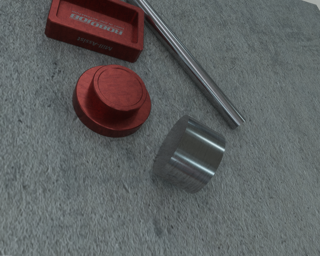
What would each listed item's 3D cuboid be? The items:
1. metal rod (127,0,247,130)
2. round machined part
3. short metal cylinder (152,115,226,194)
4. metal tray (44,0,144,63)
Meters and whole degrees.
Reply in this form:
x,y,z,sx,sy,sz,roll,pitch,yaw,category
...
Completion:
x,y,z,sx,sy,sz,roll,pitch,yaw,category
0.032,-0.122,0.496,0.025,0.025,0.300,-31,79,-38,metal rod
-0.056,-0.041,0.389,0.099,0.042,0.098,14,56,-21,round machined part
0.033,0.031,0.369,0.050,0.080,0.080,30,52,-10,short metal cylinder
-0.089,-0.153,0.446,0.131,0.030,0.090,13,56,-22,metal tray
